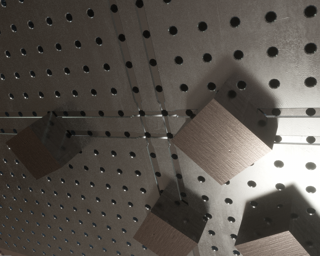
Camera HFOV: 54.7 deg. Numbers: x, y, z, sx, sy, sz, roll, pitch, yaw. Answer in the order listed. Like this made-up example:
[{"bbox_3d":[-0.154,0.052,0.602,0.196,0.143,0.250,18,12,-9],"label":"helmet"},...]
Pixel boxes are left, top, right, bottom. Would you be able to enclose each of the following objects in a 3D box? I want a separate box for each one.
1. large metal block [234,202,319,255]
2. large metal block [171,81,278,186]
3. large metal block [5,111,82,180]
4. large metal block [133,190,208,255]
[{"bbox_3d":[0.160,0.155,0.406,0.080,0.050,0.080,49,128,-7],"label":"large metal block"},{"bbox_3d":[0.074,0.007,0.360,0.080,0.050,0.080,42,129,-1],"label":"large metal block"},{"bbox_3d":[-0.193,0.031,0.513,0.080,0.050,0.080,-26,105,36],"label":"large metal block"},{"bbox_3d":[0.015,0.157,0.482,0.080,0.050,0.079,33,129,6],"label":"large metal block"}]
